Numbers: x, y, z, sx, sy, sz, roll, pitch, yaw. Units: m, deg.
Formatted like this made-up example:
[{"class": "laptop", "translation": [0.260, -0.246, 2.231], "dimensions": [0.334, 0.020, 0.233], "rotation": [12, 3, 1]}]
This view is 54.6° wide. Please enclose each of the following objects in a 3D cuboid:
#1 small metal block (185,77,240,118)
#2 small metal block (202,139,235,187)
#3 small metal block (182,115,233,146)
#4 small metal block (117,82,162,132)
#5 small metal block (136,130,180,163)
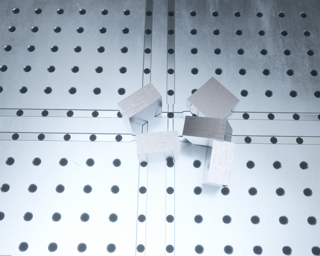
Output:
[{"class": "small metal block", "translation": [0.071, -0.033, 0.424], "dimensions": [0.050, 0.025, 0.050], "rotation": [-41, 75, -14]}, {"class": "small metal block", "translation": [0.071, 0.044, 0.379], "dimensions": [0.025, 0.050, 0.050], "rotation": [10, 78, 3]}, {"class": "small metal block", "translation": [0.061, 0.006, 0.388], "dimensions": [0.050, 0.050, 0.025], "rotation": [6, 77, 22]}, {"class": "small metal block", "translation": [-0.025, -0.027, 0.408], "dimensions": [0.050, 0.050, 0.025], "rotation": [-34, 74, -12]}, {"class": "small metal block", "translation": [-0.003, 0.025, 0.389], "dimensions": [0.050, 0.050, 0.025], "rotation": [-5, 70, -2]}]
